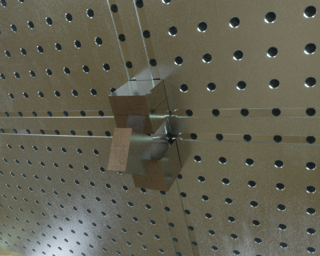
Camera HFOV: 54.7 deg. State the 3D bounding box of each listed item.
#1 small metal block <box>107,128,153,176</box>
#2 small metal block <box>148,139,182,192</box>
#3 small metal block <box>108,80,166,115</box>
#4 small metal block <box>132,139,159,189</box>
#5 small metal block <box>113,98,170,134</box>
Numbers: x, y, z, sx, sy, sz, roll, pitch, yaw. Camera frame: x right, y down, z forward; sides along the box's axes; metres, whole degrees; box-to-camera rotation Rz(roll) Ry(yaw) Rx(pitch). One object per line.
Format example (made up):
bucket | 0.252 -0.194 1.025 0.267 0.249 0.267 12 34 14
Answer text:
small metal block | -0.035 0.030 0.377 0.025 0.050 0.050 1 77 28
small metal block | 0.005 0.050 0.420 0.025 0.050 0.050 1 119 27
small metal block | -0.027 -0.038 0.383 0.050 0.050 0.025 2 119 27
small metal block | -0.017 0.049 0.433 0.025 0.050 0.050 1 119 27
small metal block | -0.022 -0.016 0.394 0.050 0.050 0.025 2 119 27
